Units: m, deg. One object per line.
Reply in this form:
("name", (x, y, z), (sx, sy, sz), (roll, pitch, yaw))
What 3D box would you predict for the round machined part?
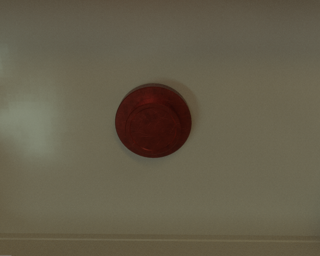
("round machined part", (-0.008, -0.005, 0.397), (0.099, 0.042, 0.097), (0, 110, 0))
